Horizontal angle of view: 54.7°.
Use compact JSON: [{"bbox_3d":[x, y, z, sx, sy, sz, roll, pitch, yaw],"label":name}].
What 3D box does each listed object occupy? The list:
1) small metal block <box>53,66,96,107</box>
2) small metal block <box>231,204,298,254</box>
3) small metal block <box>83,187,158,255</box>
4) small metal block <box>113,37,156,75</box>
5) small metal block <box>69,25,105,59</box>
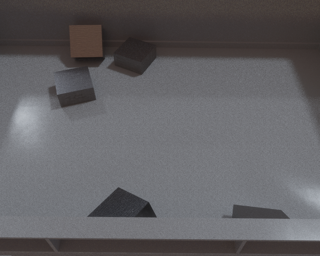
[{"bbox_3d":[-0.125,-0.062,0.455,0.050,0.025,0.050,-14,52,-12],"label":"small metal block"},{"bbox_3d":[0.100,0.098,0.306,0.050,0.050,0.025,6,93,4],"label":"small metal block"},{"bbox_3d":[-0.040,0.093,0.314,0.050,0.025,0.050,13,45,45],"label":"small metal block"},{"bbox_3d":[-0.040,-0.118,0.504,0.050,0.025,0.050,21,53,16],"label":"small metal block"},{"bbox_3d":[-0.117,-0.139,0.502,0.050,0.050,0.025,-2,6,-2],"label":"small metal block"}]
